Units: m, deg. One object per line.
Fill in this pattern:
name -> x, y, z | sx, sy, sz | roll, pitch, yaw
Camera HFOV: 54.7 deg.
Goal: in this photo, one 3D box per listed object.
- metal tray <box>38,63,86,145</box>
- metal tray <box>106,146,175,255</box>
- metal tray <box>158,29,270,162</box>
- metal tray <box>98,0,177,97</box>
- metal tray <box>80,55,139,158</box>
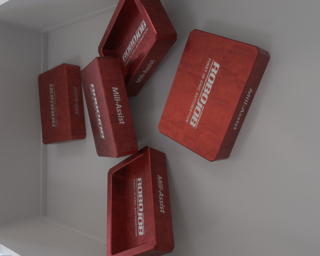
metal tray -> -0.175, -0.040, 0.549 | 0.090, 0.030, 0.129 | -10, 83, 39
metal tray -> -0.029, 0.099, 0.397 | 0.090, 0.030, 0.130 | -34, 47, 35
metal tray -> 0.057, -0.038, 0.357 | 0.090, 0.030, 0.129 | 30, 109, 36
metal tray -> -0.036, -0.111, 0.409 | 0.129, 0.030, 0.090 | -46, 62, 50
metal tray -> -0.073, -0.026, 0.430 | 0.090, 0.030, 0.129 | -8, 94, 62
